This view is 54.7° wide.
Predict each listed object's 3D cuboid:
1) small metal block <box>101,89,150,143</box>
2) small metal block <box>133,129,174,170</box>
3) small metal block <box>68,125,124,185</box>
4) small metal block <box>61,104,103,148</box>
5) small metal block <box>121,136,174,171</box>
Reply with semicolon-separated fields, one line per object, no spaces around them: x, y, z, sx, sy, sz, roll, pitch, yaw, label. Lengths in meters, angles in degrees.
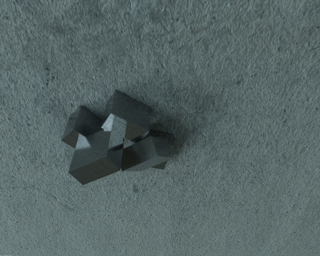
-0.040;-0.014;0.380;0.050;0.050;0.025;26;125;-21;small metal block
-0.012;0.029;0.433;0.050;0.025;0.050;12;129;-11;small metal block
-0.071;0.031;0.352;0.050;0.050;0.025;-23;127;18;small metal block
-0.092;0.006;0.396;0.025;0.050;0.050;-37;121;27;small metal block
-0.018;0.034;0.388;0.050;0.025;0.050;-25;164;19;small metal block
